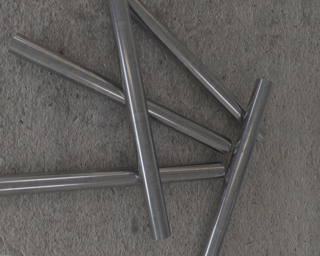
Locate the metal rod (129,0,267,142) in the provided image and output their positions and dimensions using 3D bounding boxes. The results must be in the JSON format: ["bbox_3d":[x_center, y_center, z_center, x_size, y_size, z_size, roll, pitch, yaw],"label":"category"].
[{"bbox_3d":[0.042,-0.086,0.424,0.300,0.025,0.025,42,77,-15],"label":"metal rod"}]

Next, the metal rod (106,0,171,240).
[{"bbox_3d":[-0.025,-0.014,0.371,0.025,0.025,0.298,-12,94,-20],"label":"metal rod"}]

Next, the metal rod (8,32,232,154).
[{"bbox_3d":[-0.035,-0.035,0.395,0.302,0.025,0.025,25,82,-18],"label":"metal rod"}]

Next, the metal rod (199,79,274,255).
[{"bbox_3d":[0.100,0.078,0.429,0.025,0.025,0.298,18,90,-19],"label":"metal rod"}]

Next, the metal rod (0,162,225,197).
[{"bbox_3d":[-0.056,0.062,0.388,0.302,0.025,0.025,-1,91,-20],"label":"metal rod"}]
